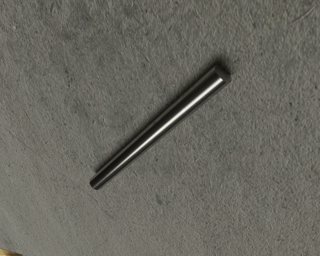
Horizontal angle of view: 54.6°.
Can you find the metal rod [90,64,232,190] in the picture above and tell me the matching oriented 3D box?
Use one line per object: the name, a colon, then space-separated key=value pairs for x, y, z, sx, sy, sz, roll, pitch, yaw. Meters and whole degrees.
metal rod: x=-0.019 y=0.017 z=0.430 sx=0.025 sy=0.025 sz=0.299 roll=46 pitch=129 yaw=-4
